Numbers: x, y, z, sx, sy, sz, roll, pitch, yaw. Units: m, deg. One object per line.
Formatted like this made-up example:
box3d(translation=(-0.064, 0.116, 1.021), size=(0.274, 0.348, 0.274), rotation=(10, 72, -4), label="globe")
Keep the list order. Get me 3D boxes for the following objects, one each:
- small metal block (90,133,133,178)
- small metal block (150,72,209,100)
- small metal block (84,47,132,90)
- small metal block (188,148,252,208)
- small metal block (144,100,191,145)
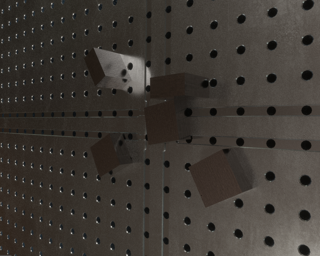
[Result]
box3d(translation=(-0.074, 0.041, 0.468), size=(0.050, 0.025, 0.050), rotation=(-33, 70, 34), label="small metal block")
box3d(translation=(0.024, -0.048, 0.372), size=(0.050, 0.050, 0.025), rotation=(-1, 90, 39), label="small metal block")
box3d(translation=(-0.076, -0.086, 0.453), size=(0.025, 0.050, 0.050), rotation=(-38, 67, 33), label="small metal block")
box3d(translation=(0.068, 0.057, 0.352), size=(0.050, 0.025, 0.050), rotation=(-34, 69, 34), label="small metal block")
box3d(translation=(0.009, -0.006, 0.400), size=(0.050, 0.025, 0.050), rotation=(-12, 83, 39), label="small metal block")
